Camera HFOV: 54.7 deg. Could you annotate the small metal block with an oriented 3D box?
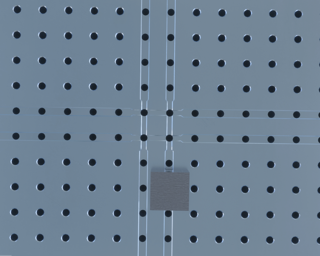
[{"bbox_3d":[0.013,0.082,0.413,0.050,0.025,0.050,1,90,0],"label":"small metal block"}]
